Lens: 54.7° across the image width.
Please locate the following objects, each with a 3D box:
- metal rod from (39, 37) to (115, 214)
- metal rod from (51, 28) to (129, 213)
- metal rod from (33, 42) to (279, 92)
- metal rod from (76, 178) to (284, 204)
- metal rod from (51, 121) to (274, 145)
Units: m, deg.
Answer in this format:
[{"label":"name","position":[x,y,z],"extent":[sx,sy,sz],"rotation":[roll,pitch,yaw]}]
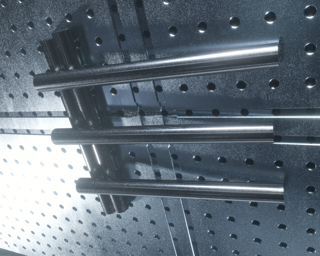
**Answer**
[{"label":"metal rod","position":[-0.117,0.012,0.477],"extent":[0.025,0.025,0.298],"rotation":[1,119,27]},{"label":"metal rod","position":[-0.096,0.005,0.462],"extent":[0.025,0.025,0.298],"rotation":[1,119,27]},{"label":"metal rod","position":[-0.022,-0.066,0.362],"extent":[0.301,0.025,0.025],"rotation":[-2,118,22]},{"label":"metal rod","position":[0.013,0.086,0.437],"extent":[0.301,0.025,0.025],"rotation":[-2,118,22]},{"label":"metal rod","position":[-0.013,0.009,0.402],"extent":[0.301,0.025,0.025],"rotation":[-2,118,21]}]
